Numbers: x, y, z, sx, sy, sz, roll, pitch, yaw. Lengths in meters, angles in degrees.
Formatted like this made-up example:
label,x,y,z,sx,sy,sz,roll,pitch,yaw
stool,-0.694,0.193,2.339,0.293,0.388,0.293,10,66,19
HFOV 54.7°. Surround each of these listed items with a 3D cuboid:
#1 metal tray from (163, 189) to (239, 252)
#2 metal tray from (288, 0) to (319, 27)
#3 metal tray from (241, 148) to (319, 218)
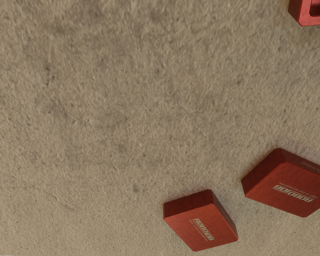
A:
label,x,y,z,sx,sy,sz,roll,pitch,yaw
metal tray,0.074,0.168,0.548,0.090,0.030,0.130,-22,127,17
metal tray,0.194,-0.147,0.281,0.131,0.030,0.089,-5,130,3
metal tray,0.206,0.089,0.483,0.131,0.030,0.089,22,127,-19
